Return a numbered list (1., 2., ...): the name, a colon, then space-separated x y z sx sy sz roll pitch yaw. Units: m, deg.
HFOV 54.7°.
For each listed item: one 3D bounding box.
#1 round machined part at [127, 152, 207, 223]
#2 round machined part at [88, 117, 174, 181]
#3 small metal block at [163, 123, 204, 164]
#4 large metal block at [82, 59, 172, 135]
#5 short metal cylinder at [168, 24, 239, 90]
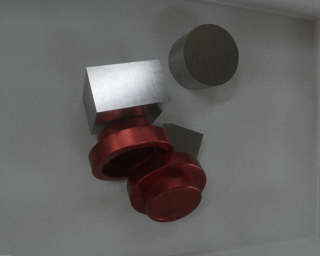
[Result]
1. round machined part: 0.012 0.079 0.380 0.099 0.042 0.097 -11 133 -12
2. round machined part: -0.036 0.023 0.368 0.099 0.097 0.042 -11 62 -20
3. small metal block: 0.025 0.025 0.421 0.050 0.025 0.050 19 84 -20
4. large metal block: -0.042 -0.034 0.360 0.081 0.080 0.050 -11 76 -20
5. short metal cylinder: 0.058 -0.094 0.420 0.081 0.050 0.079 0 90 -21
